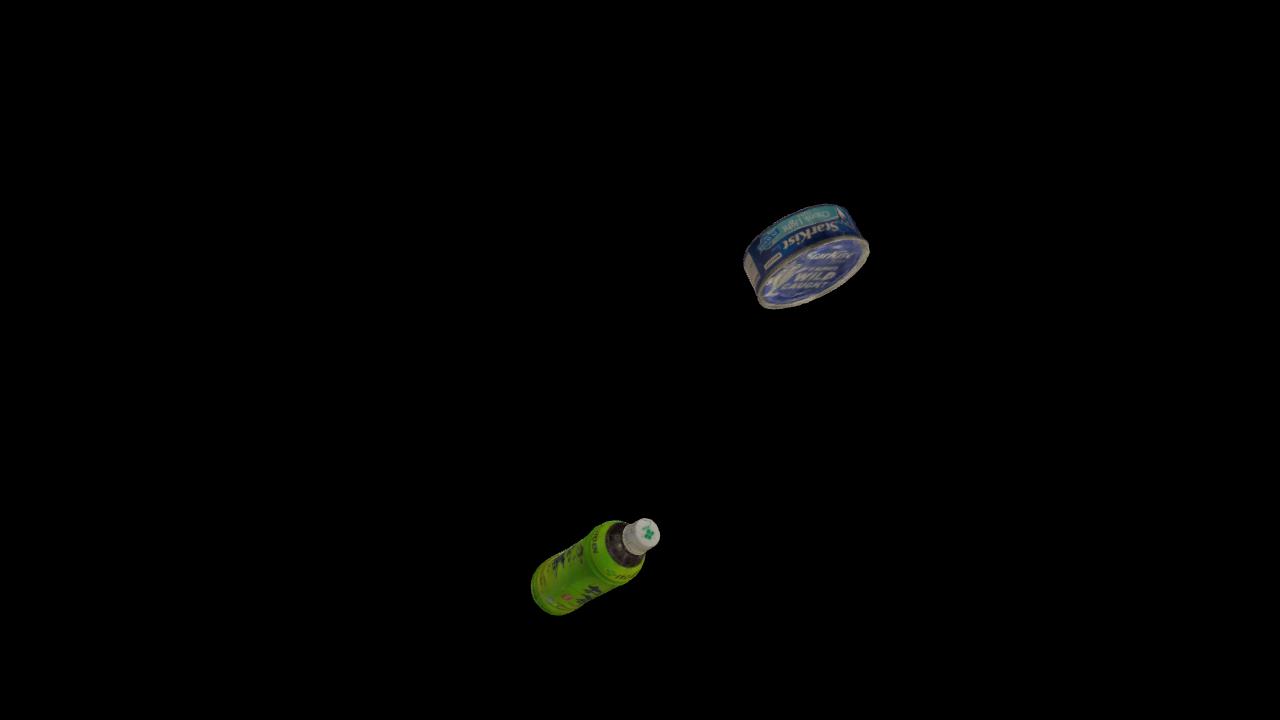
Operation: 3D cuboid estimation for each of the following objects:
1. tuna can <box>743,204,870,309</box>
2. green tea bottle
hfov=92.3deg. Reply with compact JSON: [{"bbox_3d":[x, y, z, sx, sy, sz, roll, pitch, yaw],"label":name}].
[{"bbox_3d":[0.118,-0.073,0.442,0.084,0.034,0.084,-17,-23,-7],"label":"tuna can"},{"bbox_3d":[-0.049,0.228,0.694,0.073,0.073,0.212,0,-33,-41],"label":"green tea bottle"}]
